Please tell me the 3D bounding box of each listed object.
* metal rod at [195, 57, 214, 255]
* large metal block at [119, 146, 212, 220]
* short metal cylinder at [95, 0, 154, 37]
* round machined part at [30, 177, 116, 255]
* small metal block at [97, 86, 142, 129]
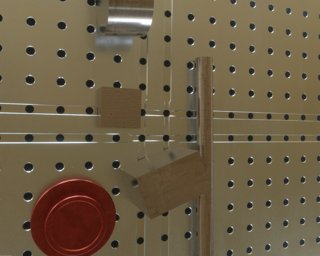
[{"bbox_3d":[0.063,0.051,0.437,0.025,0.025,0.298,-1,90,-20],"label":"metal rod"},{"bbox_3d":[0.004,0.063,0.386,0.081,0.080,0.050,-21,98,-19],"label":"large metal block"},{"bbox_3d":[-0.044,-0.150,0.367,0.050,0.080,0.079,-6,92,-20],"label":"short metal cylinder"},{"bbox_3d":[-0.100,0.110,0.367,0.099,0.042,0.097,0,90,-20],"label":"round machined part"},{"bbox_3d":[-0.052,-0.025,0.394,0.050,0.025,0.050,2,89,-21],"label":"small metal block"}]
